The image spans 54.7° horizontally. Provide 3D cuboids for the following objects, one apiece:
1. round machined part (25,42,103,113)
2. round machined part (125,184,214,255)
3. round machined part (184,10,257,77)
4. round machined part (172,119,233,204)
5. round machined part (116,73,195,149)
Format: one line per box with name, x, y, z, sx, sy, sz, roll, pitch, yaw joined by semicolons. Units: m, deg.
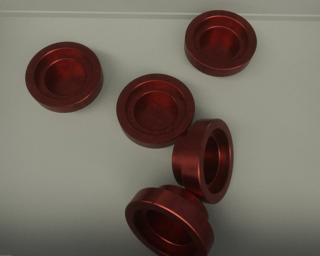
round machined part;-0.126;-0.065;0.423;0.099;0.042;0.098;0;70;0
round machined part;0.014;0.101;0.340;0.098;0.097;0.042;32;47;11
round machined part;0.084;-0.115;0.443;0.099;0.042;0.098;0;70;0
round machined part;0.049;0.037;0.366;0.042;0.098;0.098;1;67;34
round machined part;-0.005;-0.019;0.406;0.099;0.042;0.098;0;68;1
